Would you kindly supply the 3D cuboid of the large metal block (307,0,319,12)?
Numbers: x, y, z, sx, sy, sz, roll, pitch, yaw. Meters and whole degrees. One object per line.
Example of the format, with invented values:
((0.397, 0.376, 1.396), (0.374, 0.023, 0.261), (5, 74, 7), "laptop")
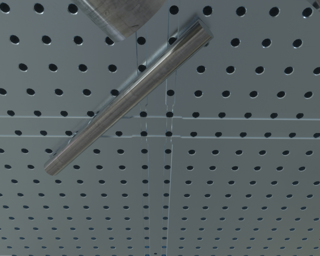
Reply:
((0.152, -0.157, 0.263), (0.080, 0.050, 0.080), (-37, 121, 27), "large metal block")

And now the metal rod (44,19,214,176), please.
((-0.056, -0.022, 0.392), (0.025, 0.025, 0.299), (37, 121, -27), "metal rod")

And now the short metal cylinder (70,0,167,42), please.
((-0.032, -0.122, 0.271), (0.080, 0.080, 0.050), (-33, 123, 25), "short metal cylinder")
